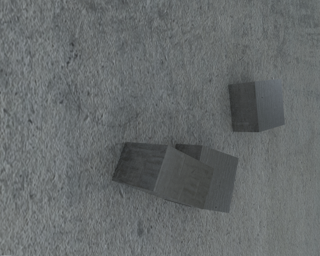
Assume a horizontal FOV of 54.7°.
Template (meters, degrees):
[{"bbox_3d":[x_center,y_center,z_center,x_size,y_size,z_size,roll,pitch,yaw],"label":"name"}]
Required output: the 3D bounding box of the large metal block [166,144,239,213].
[{"bbox_3d":[0.061,0.071,0.439,0.080,0.050,0.080,20,77,-38],"label":"large metal block"}]

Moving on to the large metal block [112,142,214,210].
[{"bbox_3d":[0.004,0.056,0.372,0.080,0.080,0.050,29,72,-36],"label":"large metal block"}]

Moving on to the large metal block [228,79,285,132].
[{"bbox_3d":[0.165,-0.039,0.526,0.081,0.050,0.079,-12,98,-39],"label":"large metal block"}]
